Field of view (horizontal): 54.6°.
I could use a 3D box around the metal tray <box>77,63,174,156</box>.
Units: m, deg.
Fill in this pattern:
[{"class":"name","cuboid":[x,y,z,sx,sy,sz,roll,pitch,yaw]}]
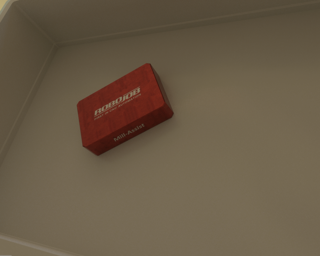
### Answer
[{"class":"metal tray","cuboid":[-0.054,-0.028,0.449,0.130,0.030,0.090,-27,52,11]}]
